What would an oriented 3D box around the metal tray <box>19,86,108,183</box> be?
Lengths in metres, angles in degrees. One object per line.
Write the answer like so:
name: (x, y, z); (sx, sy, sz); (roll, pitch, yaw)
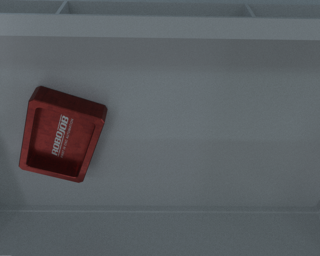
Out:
metal tray: (-0.132, 0.014, 0.416); (0.091, 0.030, 0.129); (17, 128, -14)
